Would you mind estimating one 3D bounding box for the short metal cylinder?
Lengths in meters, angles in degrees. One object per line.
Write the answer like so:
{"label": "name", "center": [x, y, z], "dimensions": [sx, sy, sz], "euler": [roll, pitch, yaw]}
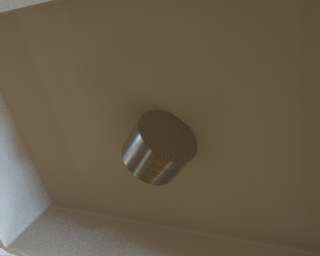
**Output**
{"label": "short metal cylinder", "center": [-0.001, 0.024, 0.387], "dimensions": [0.080, 0.080, 0.050], "euler": [38, 129, 2]}
